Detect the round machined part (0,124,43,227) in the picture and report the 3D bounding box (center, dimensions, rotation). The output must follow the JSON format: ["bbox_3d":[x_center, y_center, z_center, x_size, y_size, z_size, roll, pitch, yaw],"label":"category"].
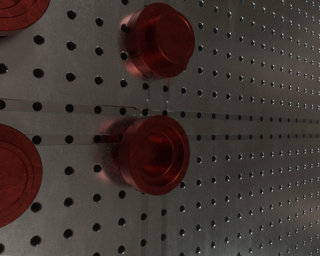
[{"bbox_3d":[-0.152,0.043,0.271,0.099,0.042,0.097,0,90,-40],"label":"round machined part"}]

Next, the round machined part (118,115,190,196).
[{"bbox_3d":[-0.011,0.033,0.391,0.099,0.042,0.097,0,90,-40],"label":"round machined part"}]

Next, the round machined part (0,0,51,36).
[{"bbox_3d":[-0.151,-0.130,0.272,0.099,0.042,0.097,0,90,-40],"label":"round machined part"}]

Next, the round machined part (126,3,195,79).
[{"bbox_3d":[0.008,-0.115,0.406,0.099,0.042,0.097,0,90,-40],"label":"round machined part"}]
